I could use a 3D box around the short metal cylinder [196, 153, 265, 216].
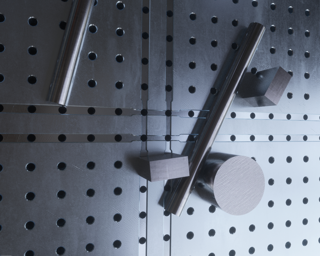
[{"bbox_3d":[0.098,0.076,0.436,0.081,0.050,0.079,0,90,-20],"label":"short metal cylinder"}]

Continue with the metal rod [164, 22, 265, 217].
[{"bbox_3d":[0.081,-0.018,0.442,0.025,0.025,0.299,29,80,-18],"label":"metal rod"}]

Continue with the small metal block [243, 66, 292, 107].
[{"bbox_3d":[0.157,-0.060,0.457,0.025,0.050,0.050,34,79,-17],"label":"small metal block"}]

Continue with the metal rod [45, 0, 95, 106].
[{"bbox_3d":[-0.089,-0.174,0.379,0.025,0.025,0.299,15,85,-20],"label":"metal rod"}]

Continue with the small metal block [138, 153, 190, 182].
[{"bbox_3d":[0.004,0.050,0.401,0.050,0.050,0.025,-6,92,-20],"label":"small metal block"}]
